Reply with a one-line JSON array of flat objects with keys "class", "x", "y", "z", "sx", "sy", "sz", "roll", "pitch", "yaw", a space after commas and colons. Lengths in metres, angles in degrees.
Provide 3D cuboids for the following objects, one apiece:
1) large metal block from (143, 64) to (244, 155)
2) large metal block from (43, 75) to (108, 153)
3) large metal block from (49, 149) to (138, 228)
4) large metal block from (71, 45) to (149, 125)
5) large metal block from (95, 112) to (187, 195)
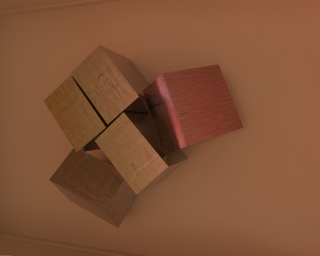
[{"class": "large metal block", "x": 0.038, "y": -0.022, "z": 0.359, "sx": 0.050, "sy": 0.081, "sz": 0.080, "roll": -30, "pitch": 77, "yaw": 58}, {"class": "large metal block", "x": -0.091, "y": -0.017, "z": 0.411, "sx": 0.050, "sy": 0.080, "sz": 0.080, "roll": -39, "pitch": 78, "yaw": 16}, {"class": "large metal block", "x": -0.081, "y": 0.078, "z": 0.400, "sx": 0.080, "sy": 0.080, "sz": 0.050, "roll": 23, "pitch": 63, "yaw": 18}, {"class": "large metal block", "x": -0.052, "y": -0.051, "z": 0.397, "sx": 0.050, "sy": 0.080, "sz": 0.080, "roll": -40, "pitch": 78, "yaw": 15}, {"class": "large metal block", "x": -0.020, "y": 0.028, "z": 0.385, "sx": 0.050, "sy": 0.080, "sz": 0.080, "roll": -43, "pitch": 77, "yaw": 15}]
